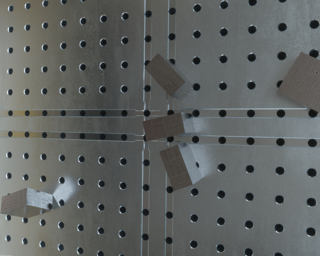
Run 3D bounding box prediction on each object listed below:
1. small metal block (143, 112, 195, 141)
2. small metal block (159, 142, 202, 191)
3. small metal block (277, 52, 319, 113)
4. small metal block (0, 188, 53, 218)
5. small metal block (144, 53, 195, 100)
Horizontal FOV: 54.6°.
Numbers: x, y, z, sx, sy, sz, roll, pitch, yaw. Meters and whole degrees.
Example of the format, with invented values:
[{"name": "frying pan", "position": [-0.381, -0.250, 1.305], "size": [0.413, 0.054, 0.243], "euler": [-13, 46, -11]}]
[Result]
[{"name": "small metal block", "position": [0.013, -0.001, 0.395], "size": [0.050, 0.050, 0.025], "euler": [-13, 86, 19]}, {"name": "small metal block", "position": [0.027, 0.047, 0.390], "size": [0.025, 0.050, 0.050], "euler": [-23, 83, 19]}, {"name": "small metal block", "position": [0.169, -0.051, 0.353], "size": [0.050, 0.025, 0.050], "euler": [32, 100, 17]}, {"name": "small metal block", "position": [-0.200, 0.114, 0.468], "size": [0.050, 0.050, 0.025], "euler": [-21, 59, 19]}, {"name": "small metal block", "position": [0.014, -0.064, 0.395], "size": [0.025, 0.050, 0.050], "euler": [-45, 76, 15]}]
